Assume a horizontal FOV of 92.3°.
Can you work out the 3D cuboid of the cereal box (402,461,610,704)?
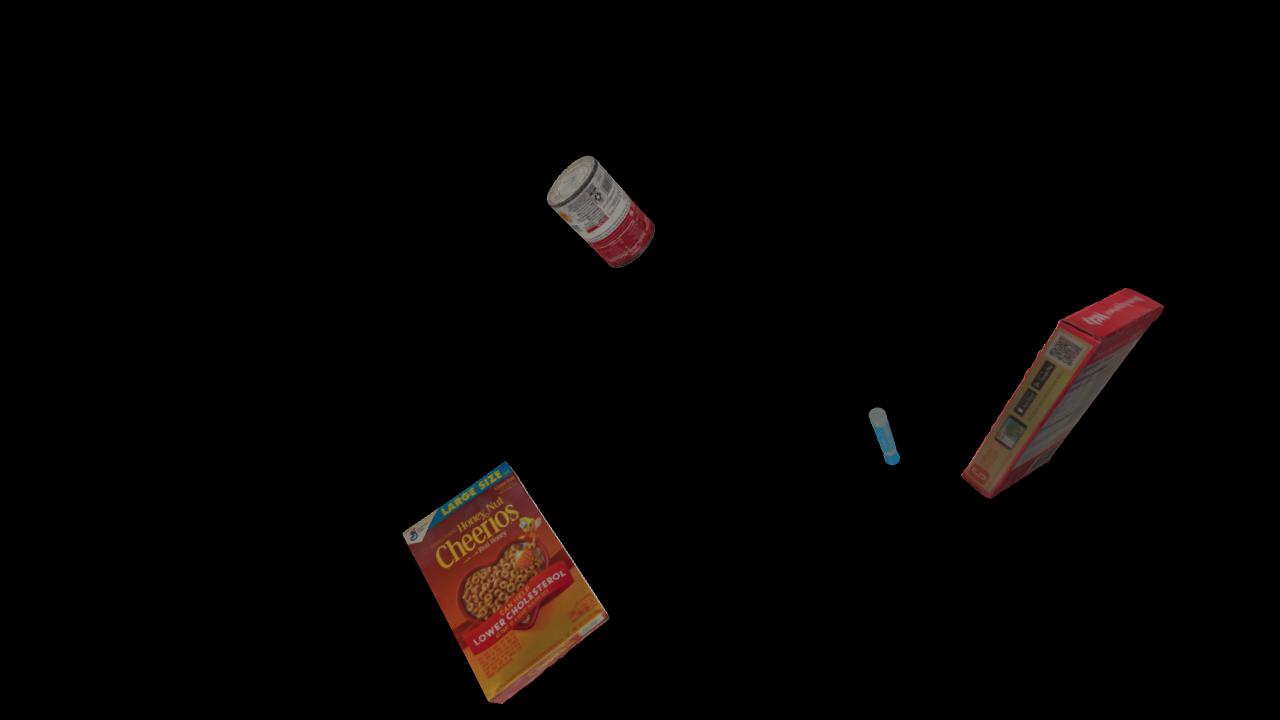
[{"bbox_3d":[-0.216,0.339,0.973,0.203,0.306,0.081,-34,-29,-14],"label":"cereal box"}]

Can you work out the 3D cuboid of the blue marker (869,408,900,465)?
[{"bbox_3d":[0.296,0.095,0.741,0.020,0.020,0.121,0,-33,32],"label":"blue marker"}]

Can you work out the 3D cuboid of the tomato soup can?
[{"bbox_3d":[-0.041,-0.153,0.644,0.068,0.068,0.101,0,-32,45],"label":"tomato soup can"}]

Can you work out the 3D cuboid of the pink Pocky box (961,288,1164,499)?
[{"bbox_3d":[0.294,0.027,0.436,0.084,0.155,0.029,-20,46,-26],"label":"pink Pocky box"}]
